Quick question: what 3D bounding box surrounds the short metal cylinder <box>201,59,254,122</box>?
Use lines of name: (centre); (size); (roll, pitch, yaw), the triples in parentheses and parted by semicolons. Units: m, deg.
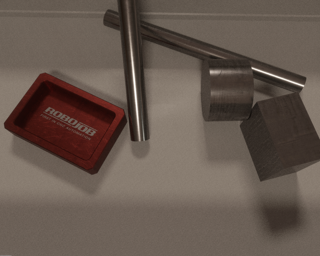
short metal cylinder: (0.084, -0.049, 0.399); (0.050, 0.080, 0.080); (-1, 70, -1)

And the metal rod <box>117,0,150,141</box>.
metal rod: (-0.037, -0.131, 0.378); (0.025, 0.025, 0.298); (-5, 101, -2)

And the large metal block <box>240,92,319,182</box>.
large metal block: (0.144, 0.014, 0.377); (0.050, 0.080, 0.080); (-14, 71, -5)

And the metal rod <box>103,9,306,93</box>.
metal rod: (0.059, -0.114, 0.451); (0.301, 0.025, 0.025); (21, 71, 7)

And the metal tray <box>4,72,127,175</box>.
metal tray: (-0.121, -0.007, 0.408); (0.130, 0.030, 0.090); (25, 72, 8)
